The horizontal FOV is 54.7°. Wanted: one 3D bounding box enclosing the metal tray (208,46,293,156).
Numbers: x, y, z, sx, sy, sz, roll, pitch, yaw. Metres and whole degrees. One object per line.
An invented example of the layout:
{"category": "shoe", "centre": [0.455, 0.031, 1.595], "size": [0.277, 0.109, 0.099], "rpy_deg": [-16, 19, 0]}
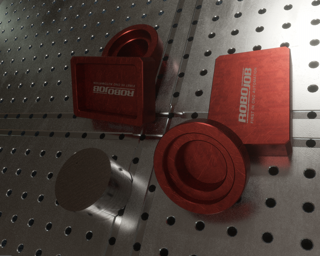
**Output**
{"category": "metal tray", "centre": [0.108, -0.032, 0.368], "size": [0.090, 0.030, 0.130], "rpy_deg": [-2, 61, 26]}

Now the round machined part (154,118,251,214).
{"category": "round machined part", "centre": [0.046, 0.037, 0.329], "size": [0.098, 0.042, 0.097], "rpy_deg": [7, 105, 25]}

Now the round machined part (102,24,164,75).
{"category": "round machined part", "centre": [-0.039, -0.111, 0.484], "size": [0.098, 0.042, 0.098], "rpy_deg": [-13, 56, 20]}

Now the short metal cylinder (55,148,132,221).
{"category": "short metal cylinder", "centre": [-0.083, 0.072, 0.390], "size": [0.080, 0.050, 0.080], "rpy_deg": [-13, 57, 21]}

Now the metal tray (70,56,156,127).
{"category": "metal tray", "centre": [-0.069, -0.056, 0.440], "size": [0.130, 0.030, 0.089], "rpy_deg": [9, 106, 31]}
